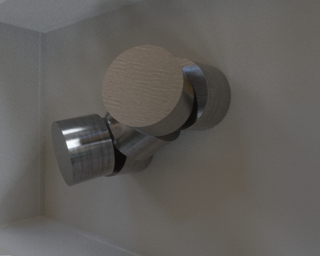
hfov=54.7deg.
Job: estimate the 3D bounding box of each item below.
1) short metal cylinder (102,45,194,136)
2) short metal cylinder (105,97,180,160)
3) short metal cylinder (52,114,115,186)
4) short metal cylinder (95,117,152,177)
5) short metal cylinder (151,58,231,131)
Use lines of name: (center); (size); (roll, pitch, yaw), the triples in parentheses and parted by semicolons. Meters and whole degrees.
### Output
short metal cylinder: (-0.010, -0.035, 0.310); (0.080, 0.050, 0.080); (-4, 77, 17)
short metal cylinder: (-0.021, -0.007, 0.384); (0.050, 0.081, 0.080); (-36, 68, 34)
short metal cylinder: (-0.096, 0.026, 0.381); (0.080, 0.050, 0.079); (31, 128, 51)
short metal cylinder: (-0.055, 0.025, 0.432); (0.080, 0.050, 0.079); (0, 90, 39)
short metal cylinder: (0.034, -0.037, 0.359); (0.080, 0.050, 0.079); (0, 90, 39)
